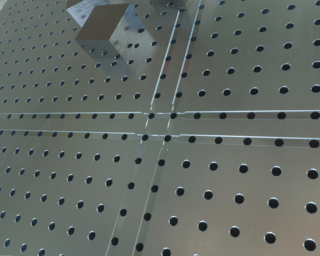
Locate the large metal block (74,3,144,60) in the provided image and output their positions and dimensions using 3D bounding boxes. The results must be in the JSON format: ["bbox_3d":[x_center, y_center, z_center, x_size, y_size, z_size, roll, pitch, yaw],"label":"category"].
[{"bbox_3d":[-0.088,-0.168,0.543,0.080,0.050,0.080,11,67,33],"label":"large metal block"}]

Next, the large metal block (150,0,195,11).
[{"bbox_3d":[0.028,-0.255,0.535,0.080,0.050,0.080,23,74,36],"label":"large metal block"}]

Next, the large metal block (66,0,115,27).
[{"bbox_3d":[-0.138,-0.262,0.627,0.080,0.050,0.080,-19,54,17],"label":"large metal block"}]
